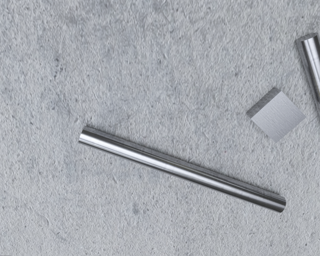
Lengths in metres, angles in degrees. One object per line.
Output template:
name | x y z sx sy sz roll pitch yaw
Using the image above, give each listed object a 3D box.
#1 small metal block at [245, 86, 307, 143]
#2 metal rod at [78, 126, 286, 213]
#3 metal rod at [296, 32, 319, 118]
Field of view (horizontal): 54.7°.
small metal block | 0.151 -0.017 0.405 0.050 0.025 0.050 41 105 -14
metal rod | 0.036 0.060 0.432 0.302 0.025 0.025 20 109 -8
metal rod | 0.240 0.018 0.418 0.025 0.025 0.299 -24 109 8
